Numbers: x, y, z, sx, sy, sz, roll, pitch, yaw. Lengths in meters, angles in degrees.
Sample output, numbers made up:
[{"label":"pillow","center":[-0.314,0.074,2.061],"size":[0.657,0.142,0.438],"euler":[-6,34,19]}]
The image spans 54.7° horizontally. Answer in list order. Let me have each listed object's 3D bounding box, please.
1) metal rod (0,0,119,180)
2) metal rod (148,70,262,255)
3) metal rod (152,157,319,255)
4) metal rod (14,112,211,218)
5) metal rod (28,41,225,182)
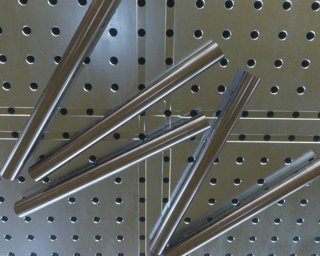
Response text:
[{"label":"metal rod","center":[-0.129,-0.053,0.392],"size":[0.025,0.025,0.299],"euler":[32,107,-11]},{"label":"metal rod","center":[0.055,0.060,0.436],"size":[0.025,0.025,0.298],"euler":[23,108,-9]},{"label":"metal rod","center":[0.110,0.135,0.464],"size":[0.300,0.025,0.025],"euler":[-35,107,11]},{"label":"metal rod","center":[-0.071,0.054,0.432],"size":[0.301,0.025,0.025],"euler":[-26,108,8]},{"label":"metal rod","center":[-0.051,-0.016,0.406],"size":[0.300,0.025,0.025],"euler":[-33,107,11]}]
